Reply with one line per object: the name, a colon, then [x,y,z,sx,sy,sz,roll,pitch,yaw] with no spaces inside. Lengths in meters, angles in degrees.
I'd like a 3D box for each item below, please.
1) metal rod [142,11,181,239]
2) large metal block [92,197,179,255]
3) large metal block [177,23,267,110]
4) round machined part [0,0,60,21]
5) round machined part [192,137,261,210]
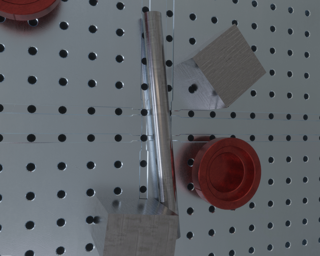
metal rod: [0.002,-0.002,0.413,0.025,0.025,0.298,-6,92,-20]
large metal block: [-0.033,0.118,0.371,0.081,0.080,0.050,8,88,-20]
large metal block: [0.085,-0.082,0.431,0.080,0.050,0.080,-41,103,-15]
round machined part: [-0.159,-0.168,0.345,0.099,0.042,0.097,0,90,-20]
round machined part: [0.089,0.061,0.436,0.099,0.042,0.097,0,90,-20]
